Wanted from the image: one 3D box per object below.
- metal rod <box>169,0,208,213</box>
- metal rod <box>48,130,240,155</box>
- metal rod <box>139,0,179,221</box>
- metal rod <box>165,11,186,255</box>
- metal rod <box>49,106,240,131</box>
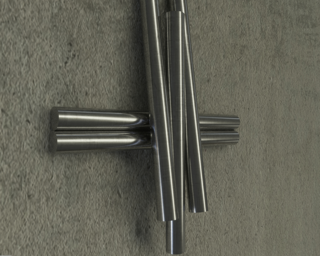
[{"bbox_3d":[0.036,-0.042,0.411,0.025,0.025,0.298,0,82,-40],"label":"metal rod"},{"bbox_3d":[0.006,0.015,0.414,0.302,0.025,0.025,0,90,-40],"label":"metal rod"},{"bbox_3d":[-0.003,-0.041,0.378,0.025,0.025,0.298,0,82,-40],"label":"metal rod"},{"bbox_3d":[0.019,0.006,0.391,0.025,0.025,0.298,0,90,-40],"label":"metal rod"},{"bbox_3d":[0.007,-0.010,0.415,0.302,0.025,0.025,0,90,-40],"label":"metal rod"}]
